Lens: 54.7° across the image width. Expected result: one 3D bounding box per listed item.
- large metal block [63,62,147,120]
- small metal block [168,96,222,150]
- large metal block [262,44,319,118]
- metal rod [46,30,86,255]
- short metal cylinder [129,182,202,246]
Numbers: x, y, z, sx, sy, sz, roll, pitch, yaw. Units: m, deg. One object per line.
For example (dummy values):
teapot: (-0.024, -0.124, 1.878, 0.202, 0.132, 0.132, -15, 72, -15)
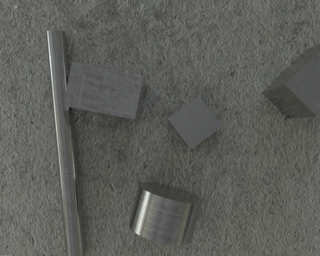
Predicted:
large metal block: (-0.062, -0.041, 0.382, 0.080, 0.080, 0.050, 11, 90, 0)
small metal block: (0.045, -0.007, 0.410, 0.050, 0.025, 0.050, -37, 90, 0)
large metal block: (0.186, -0.059, 0.384, 0.080, 0.080, 0.050, -44, 90, 0)
metal rod: (-0.124, 0.023, 0.408, 0.025, 0.025, 0.298, -5, 90, 0)
short metal cylinder: (0.007, 0.103, 0.383, 0.080, 0.080, 0.050, 14, 90, 0)
